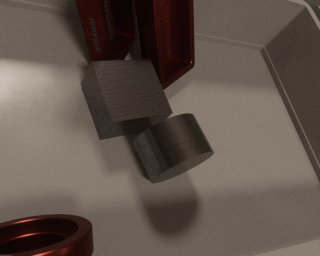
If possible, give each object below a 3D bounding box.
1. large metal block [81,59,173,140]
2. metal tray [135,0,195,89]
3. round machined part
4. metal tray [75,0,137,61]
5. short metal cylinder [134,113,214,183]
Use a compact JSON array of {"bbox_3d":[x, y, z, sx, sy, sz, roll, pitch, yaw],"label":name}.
[{"bbox_3d":[-0.043,-0.038,0.388,0.081,0.050,0.080,-11,70,-33],"label":"large metal block"},{"bbox_3d":[0.012,-0.130,0.430,0.030,0.129,0.091,19,43,31],"label":"metal tray"},{"bbox_3d":[-0.103,0.105,0.248,0.099,0.098,0.042,-4,92,-30],"label":"round machined part"},{"bbox_3d":[-0.063,-0.143,0.390,0.030,0.129,0.090,14,55,11],"label":"metal tray"},{"bbox_3d":[0.016,0.025,0.365,0.081,0.080,0.050,-14,70,-34],"label":"short metal cylinder"}]
